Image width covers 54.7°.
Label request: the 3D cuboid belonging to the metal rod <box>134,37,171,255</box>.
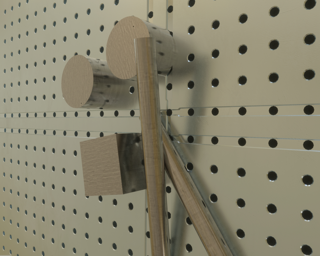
[{"bbox_3d":[-0.007,0.043,0.382,0.025,0.025,0.298,4,103,40],"label":"metal rod"}]

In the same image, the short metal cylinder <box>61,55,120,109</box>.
[{"bbox_3d":[-0.109,-0.070,0.483,0.080,0.050,0.079,0,90,40],"label":"short metal cylinder"}]

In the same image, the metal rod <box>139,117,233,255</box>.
[{"bbox_3d":[0.048,0.105,0.369,0.025,0.025,0.299,-42,65,32],"label":"metal rod"}]

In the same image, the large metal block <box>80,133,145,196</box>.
[{"bbox_3d":[-0.067,0.053,0.449,0.080,0.050,0.080,-13,82,39],"label":"large metal block"}]

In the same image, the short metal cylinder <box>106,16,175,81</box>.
[{"bbox_3d":[-0.027,-0.102,0.415,0.080,0.050,0.079,0,90,40],"label":"short metal cylinder"}]
